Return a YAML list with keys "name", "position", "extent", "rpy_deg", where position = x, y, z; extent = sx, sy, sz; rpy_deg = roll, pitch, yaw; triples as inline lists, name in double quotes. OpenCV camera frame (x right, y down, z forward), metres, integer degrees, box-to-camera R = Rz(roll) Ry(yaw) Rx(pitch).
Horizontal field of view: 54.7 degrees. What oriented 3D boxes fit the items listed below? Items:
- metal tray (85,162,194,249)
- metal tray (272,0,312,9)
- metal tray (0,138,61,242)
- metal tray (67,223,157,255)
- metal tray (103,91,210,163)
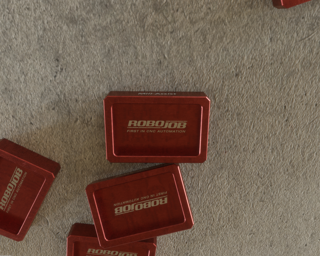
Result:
- name: "metal tray"
  position: [-0.027, 0.105, 0.429]
  extent: [0.131, 0.030, 0.090]
  rpy_deg: [-15, 90, 4]
- name: "metal tray"
  position: [0.184, -0.195, 0.336]
  extent: [0.131, 0.030, 0.090]
  rpy_deg: [-18, 109, 6]
- name: "metal tray"
  position: [-0.210, 0.090, 0.438]
  extent: [0.090, 0.030, 0.129]
  rpy_deg: [28, 108, -10]
- name: "metal tray"
  position: [-0.075, 0.198, 0.479]
  extent: [0.131, 0.030, 0.089]
  rpy_deg: [7, 110, -3]
- name: "metal tray"
  position: [-0.004, -0.001, 0.405]
  extent: [0.131, 0.030, 0.089]
  rpy_deg: [0, 109, -1]
